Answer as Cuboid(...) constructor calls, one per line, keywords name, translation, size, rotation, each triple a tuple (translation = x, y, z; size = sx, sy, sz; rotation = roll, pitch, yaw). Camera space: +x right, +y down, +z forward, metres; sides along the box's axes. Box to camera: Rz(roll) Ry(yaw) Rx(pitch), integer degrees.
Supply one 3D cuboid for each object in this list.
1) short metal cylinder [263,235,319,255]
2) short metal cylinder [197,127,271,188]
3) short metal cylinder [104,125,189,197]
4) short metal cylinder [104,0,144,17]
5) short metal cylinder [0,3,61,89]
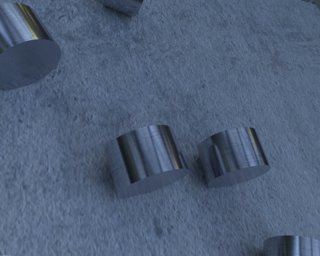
Cuboid(name="short metal cylinder", translation=(0.160, 0.164, 0.357), size=(0.080, 0.080, 0.050), rotation=(26, 53, -13))
Cuboid(name="short metal cylinder", translation=(0.093, 0.039, 0.397), size=(0.081, 0.080, 0.050), rotation=(0, 62, -29))
Cuboid(name="short metal cylinder", translation=(-0.015, 0.038, 0.339), size=(0.081, 0.080, 0.050), rotation=(-7, 66, -32))
Cuboid(name="short metal cylinder", translation=(-0.051, -0.219, 0.476), size=(0.050, 0.080, 0.080), rotation=(16, 55, -19))
Cuboid(name="short metal cylinder", translation=(-0.158, -0.087, 0.337), size=(0.081, 0.080, 0.050), rotation=(-27, 77, -37))
